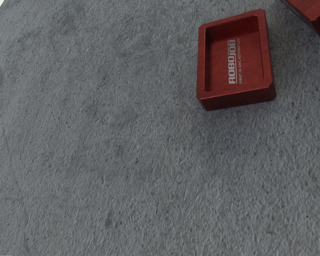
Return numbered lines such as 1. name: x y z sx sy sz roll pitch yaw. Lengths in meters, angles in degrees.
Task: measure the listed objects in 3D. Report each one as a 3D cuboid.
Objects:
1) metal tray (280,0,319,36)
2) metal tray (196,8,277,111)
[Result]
1. metal tray: 0.200 -0.180 0.378 0.090 0.030 0.130 -38 40 23
2. metal tray: 0.097 -0.090 0.404 0.090 0.030 0.130 -8 58 23
